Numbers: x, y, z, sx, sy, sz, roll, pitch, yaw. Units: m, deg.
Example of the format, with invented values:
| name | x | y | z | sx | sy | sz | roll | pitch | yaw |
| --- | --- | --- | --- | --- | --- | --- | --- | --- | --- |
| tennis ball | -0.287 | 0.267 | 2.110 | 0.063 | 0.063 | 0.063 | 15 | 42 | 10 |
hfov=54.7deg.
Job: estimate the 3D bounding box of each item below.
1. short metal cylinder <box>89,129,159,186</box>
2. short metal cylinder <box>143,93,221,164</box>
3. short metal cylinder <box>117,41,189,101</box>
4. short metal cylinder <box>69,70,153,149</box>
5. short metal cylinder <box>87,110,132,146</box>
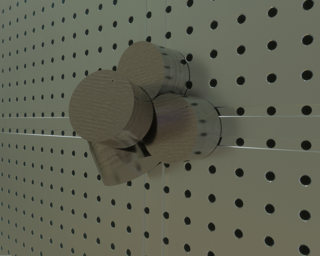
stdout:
| name | x | y | z | sx | sy | sz | roll | pitch | yaw |
| --- | --- | --- | --- | --- | --- | --- | --- | --- | --- |
| short metal cylinder | -0.046 | 0.035 | 0.409 | 0.080 | 0.081 | 0.050 | -41 | 66 | 32 |
| short metal cylinder | 0.025 | 0.001 | 0.370 | 0.080 | 0.050 | 0.079 | 0 | 90 | 39 |
| short metal cylinder | -0.010 | -0.066 | 0.398 | 0.080 | 0.050 | 0.079 | 0 | 90 | 39 |
| short metal cylinder | -0.055 | -0.020 | 0.352 | 0.080 | 0.050 | 0.080 | -5 | 77 | 21 |
| short metal cylinder | -0.066 | -0.007 | 0.426 | 0.080 | 0.081 | 0.050 | -41 | 65 | 32 |
